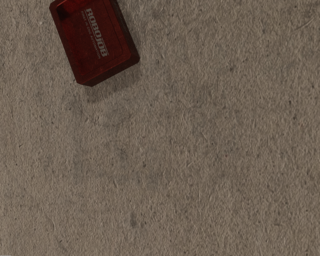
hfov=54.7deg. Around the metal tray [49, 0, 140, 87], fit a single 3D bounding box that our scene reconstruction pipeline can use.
[{"bbox_3d":[-0.094,-0.135,0.437,0.090,0.030,0.129,-24,82,18],"label":"metal tray"}]
